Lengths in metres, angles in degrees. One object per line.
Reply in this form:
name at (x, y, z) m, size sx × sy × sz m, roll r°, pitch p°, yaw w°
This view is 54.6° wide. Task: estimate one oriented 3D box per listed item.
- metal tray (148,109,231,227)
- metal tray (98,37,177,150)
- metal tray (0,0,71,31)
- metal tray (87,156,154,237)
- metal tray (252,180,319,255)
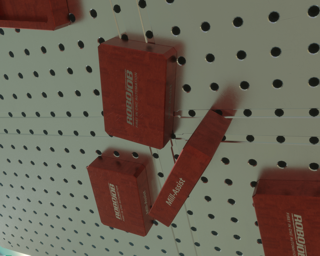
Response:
metal tray at (0.036, 0.050, 0.381) m, size 0.030 × 0.090 × 0.129 m, roll 31°, pitch 128°, yaw 9°
metal tray at (-0.029, -0.042, 0.398) m, size 0.090 × 0.030 × 0.129 m, roll 15°, pitch 125°, yaw 20°
metal tray at (-0.184, -0.176, 0.396) m, size 0.130 × 0.030 × 0.089 m, roll 10°, pitch 123°, yaw 22°
metal tray at (-0.063, 0.114, 0.512) m, size 0.090 × 0.030 × 0.129 m, roll 8°, pitch 122°, yaw 24°
metal tray at (0.176, 0.128, 0.395) m, size 0.090 × 0.030 × 0.129 m, roll -4°, pitch 117°, yaw 30°
